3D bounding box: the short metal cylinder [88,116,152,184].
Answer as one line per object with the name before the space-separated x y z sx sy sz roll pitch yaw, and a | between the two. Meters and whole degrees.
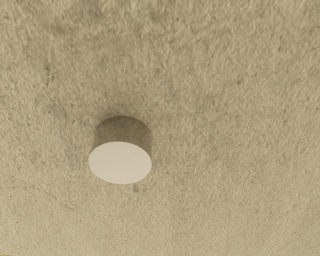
short metal cylinder | -0.051 0.030 0.416 0.081 0.050 0.079 0 130 0
